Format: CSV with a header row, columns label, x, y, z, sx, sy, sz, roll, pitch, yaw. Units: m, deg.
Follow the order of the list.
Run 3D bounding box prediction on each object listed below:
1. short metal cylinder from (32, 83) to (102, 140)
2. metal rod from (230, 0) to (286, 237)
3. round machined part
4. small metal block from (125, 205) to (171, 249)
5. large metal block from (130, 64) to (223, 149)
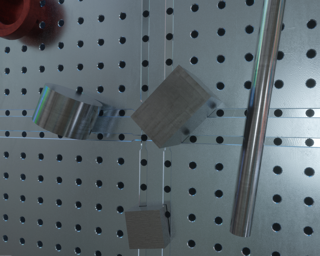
label,x,y,z,sx,sy,sz,roll,pitch,yaw
short metal cylinder,-0.127,-0.023,0.427,0.080,0.080,0.050,26,99,18
metal rod,0.117,-0.020,0.370,0.025,0.025,0.298,9,93,19
round machined part,-0.226,-0.185,0.481,0.098,0.042,0.097,0,90,19
small metal block,-0.016,0.133,0.417,0.050,0.025,0.050,-9,87,19
large metal block,0.023,-0.023,0.374,0.080,0.080,0.050,-46,76,14
